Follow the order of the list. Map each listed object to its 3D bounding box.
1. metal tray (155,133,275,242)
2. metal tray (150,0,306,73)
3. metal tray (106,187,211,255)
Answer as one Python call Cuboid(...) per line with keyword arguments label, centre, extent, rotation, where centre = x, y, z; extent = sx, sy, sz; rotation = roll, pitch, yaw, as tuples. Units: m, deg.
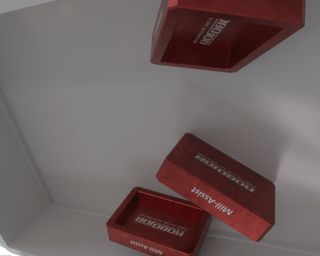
Cuboid(label="metal tray", centre=(0.069, 0.063, 0.366), extent=(0.130, 0.090, 0.030), rotation=(31, 116, 8))
Cuboid(label="metal tray", centre=(0.043, -0.080, 0.257), extent=(0.091, 0.130, 0.030), rotation=(5, 86, -7))
Cuboid(label="metal tray", centre=(0.000, 0.139, 0.452), extent=(0.130, 0.090, 0.030), rotation=(11, 123, 22))
